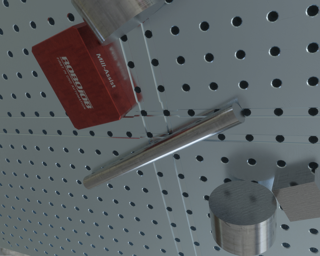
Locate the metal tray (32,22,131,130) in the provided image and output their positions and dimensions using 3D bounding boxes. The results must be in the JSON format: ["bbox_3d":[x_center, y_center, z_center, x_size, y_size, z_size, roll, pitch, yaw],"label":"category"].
[{"bbox_3d":[-0.106,-0.066,0.423,0.090,0.030,0.129,-12,113,33],"label":"metal tray"}]

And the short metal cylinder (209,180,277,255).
[{"bbox_3d":[0.104,0.111,0.390,0.080,0.080,0.050,5,120,26],"label":"short metal cylinder"}]

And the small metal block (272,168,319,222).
[{"bbox_3d":[0.171,0.081,0.372,0.050,0.025,0.050,-24,106,36],"label":"small metal block"}]

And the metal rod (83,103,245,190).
[{"bbox_3d":[-0.016,0.038,0.443,0.299,0.025,0.025,-28,103,37],"label":"metal rod"}]

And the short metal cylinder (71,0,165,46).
[{"bbox_3d":[-0.042,-0.129,0.318,0.080,0.080,0.050,-26,104,37],"label":"short metal cylinder"}]
